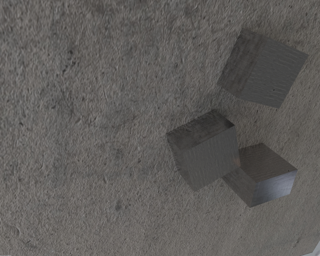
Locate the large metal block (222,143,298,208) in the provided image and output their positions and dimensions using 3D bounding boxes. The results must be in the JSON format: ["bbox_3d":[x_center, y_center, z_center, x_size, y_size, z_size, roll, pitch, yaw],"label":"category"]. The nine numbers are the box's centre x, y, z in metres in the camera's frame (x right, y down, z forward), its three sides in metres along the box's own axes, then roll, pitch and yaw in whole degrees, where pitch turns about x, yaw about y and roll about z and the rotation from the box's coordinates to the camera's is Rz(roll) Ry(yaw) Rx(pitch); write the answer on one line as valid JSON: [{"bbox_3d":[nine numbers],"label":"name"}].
[{"bbox_3d":[0.157,0.073,0.502,0.081,0.080,0.050,-12,124,-22],"label":"large metal block"}]

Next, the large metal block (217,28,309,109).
[{"bbox_3d":[0.137,-0.078,0.417,0.081,0.050,0.079,9,114,-32],"label":"large metal block"}]

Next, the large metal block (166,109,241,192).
[{"bbox_3d":[0.064,0.032,0.445,0.080,0.050,0.080,-27,128,-12],"label":"large metal block"}]
